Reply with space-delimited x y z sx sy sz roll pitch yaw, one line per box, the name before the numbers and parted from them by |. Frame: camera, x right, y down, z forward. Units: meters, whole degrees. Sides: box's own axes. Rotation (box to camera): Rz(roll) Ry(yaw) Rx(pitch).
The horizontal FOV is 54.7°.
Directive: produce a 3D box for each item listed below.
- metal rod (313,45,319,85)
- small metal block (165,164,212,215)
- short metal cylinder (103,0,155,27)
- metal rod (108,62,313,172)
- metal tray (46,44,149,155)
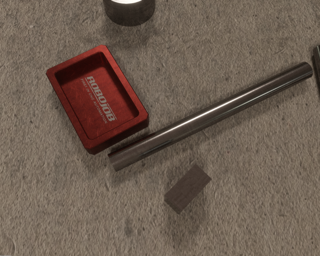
metal rod | 0.240 0.024 0.402 0.025 0.025 0.299 -1 70 -1
small metal block | 0.032 0.074 0.368 0.025 0.050 0.050 43 75 14
short metal cylinder | -0.047 -0.202 0.468 0.081 0.050 0.080 0 70 0
metal rod | 0.074 -0.019 0.415 0.302 0.025 0.025 -25 72 -9
metal tray | -0.084 -0.040 0.419 0.090 0.030 0.130 -29 73 -10
